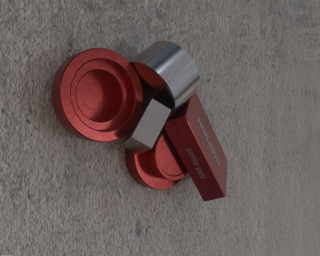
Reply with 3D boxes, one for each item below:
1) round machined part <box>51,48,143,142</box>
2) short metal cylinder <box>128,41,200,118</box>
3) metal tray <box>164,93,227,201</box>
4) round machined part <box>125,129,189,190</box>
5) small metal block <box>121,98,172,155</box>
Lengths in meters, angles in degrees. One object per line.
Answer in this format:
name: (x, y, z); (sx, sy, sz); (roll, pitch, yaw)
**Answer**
round machined part: (-0.070, -0.034, 0.338); (0.099, 0.042, 0.097); (0, 90, -40)
short metal cylinder: (0.000, -0.057, 0.373); (0.050, 0.080, 0.080); (-45, 118, -31)
metal tray: (0.053, 0.022, 0.421); (0.130, 0.030, 0.090); (61, 24, -22)
round machined part: (0.007, 0.032, 0.403); (0.099, 0.042, 0.097); (0, 90, -40)
small metal block: (-0.017, 0.000, 0.355); (0.025, 0.050, 0.050); (31, 69, -10)
